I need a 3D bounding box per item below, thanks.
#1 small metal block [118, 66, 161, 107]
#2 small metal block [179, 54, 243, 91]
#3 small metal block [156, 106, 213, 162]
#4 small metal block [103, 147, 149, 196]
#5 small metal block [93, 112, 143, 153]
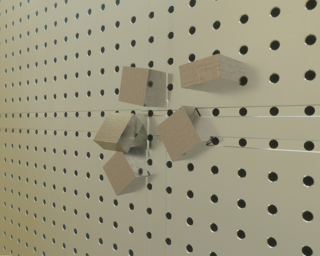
[{"bbox_3d":[-0.029,-0.058,0.434,0.050,0.025,0.050,15,99,39],"label":"small metal block"},{"bbox_3d":[0.057,-0.060,0.346,0.050,0.050,0.025,-9,84,40],"label":"small metal block"},{"bbox_3d":[0.029,0.007,0.386,0.050,0.025,0.050,-39,66,33],"label":"small metal block"},{"bbox_3d":[-0.051,0.063,0.453,0.050,0.025,0.050,-46,63,30],"label":"small metal block"},{"bbox_3d":[-0.060,0.006,0.445,0.050,0.025,0.050,4,57,40],"label":"small metal block"}]
